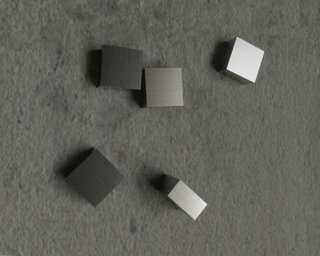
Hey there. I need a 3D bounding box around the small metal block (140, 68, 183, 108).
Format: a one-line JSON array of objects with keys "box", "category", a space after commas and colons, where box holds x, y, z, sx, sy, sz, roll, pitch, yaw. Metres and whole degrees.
[{"box": [0.002, -0.053, 0.411, 0.050, 0.025, 0.050, -4, 92, -20], "category": "small metal block"}]

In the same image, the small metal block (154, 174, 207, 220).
[{"box": [0.026, 0.089, 0.407, 0.050, 0.050, 0.025, 44, 76, -15], "category": "small metal block"}]

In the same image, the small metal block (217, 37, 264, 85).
[{"box": [0.119, -0.097, 0.454, 0.050, 0.025, 0.050, 21, 83, -19], "category": "small metal block"}]

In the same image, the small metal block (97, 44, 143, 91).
[{"box": [-0.051, -0.074, 0.391, 0.050, 0.025, 0.050, 3, 89, -20], "category": "small metal block"}]

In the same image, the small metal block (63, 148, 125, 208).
[{"box": [-0.081, 0.060, 0.380, 0.050, 0.025, 0.050, -45, 104, -15], "category": "small metal block"}]
